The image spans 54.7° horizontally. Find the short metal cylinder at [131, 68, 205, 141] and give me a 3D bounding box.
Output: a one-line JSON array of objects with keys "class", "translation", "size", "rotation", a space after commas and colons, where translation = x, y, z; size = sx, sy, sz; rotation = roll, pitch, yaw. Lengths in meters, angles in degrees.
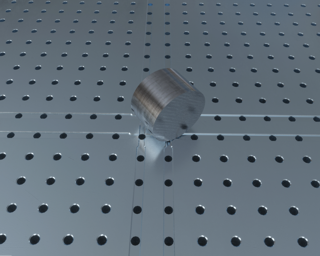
[{"class": "short metal cylinder", "translation": [0.010, -0.029, 0.397], "size": [0.081, 0.080, 0.050], "rotation": [-28, 56, -22]}]
